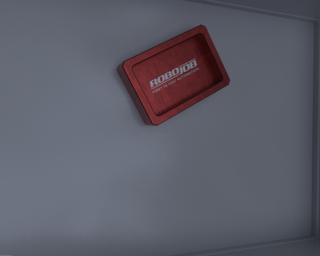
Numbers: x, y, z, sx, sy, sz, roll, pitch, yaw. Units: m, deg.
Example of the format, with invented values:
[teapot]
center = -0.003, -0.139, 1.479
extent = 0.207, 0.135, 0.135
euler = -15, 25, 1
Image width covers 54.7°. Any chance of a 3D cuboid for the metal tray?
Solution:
[metal tray]
center = 0.021, -0.071, 0.416
extent = 0.131, 0.030, 0.090
euler = -30, 100, -18
